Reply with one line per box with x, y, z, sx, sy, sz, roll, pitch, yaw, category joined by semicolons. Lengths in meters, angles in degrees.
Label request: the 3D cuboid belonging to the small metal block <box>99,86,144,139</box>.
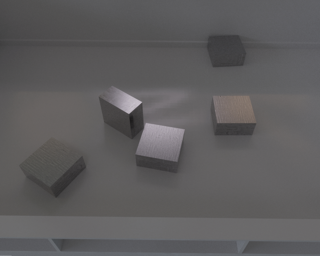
-0.049;-0.020;0.405;0.050;0.050;0.025;30;56;23;small metal block

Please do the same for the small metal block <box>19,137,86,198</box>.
-0.125;0.045;0.366;0.050;0.025;0.050;27;55;21;small metal block

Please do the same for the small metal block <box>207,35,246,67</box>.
0.109;-0.128;0.513;0.050;0.025;0.050;-4;50;-3;small metal block

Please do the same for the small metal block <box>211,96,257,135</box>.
0.098;-0.017;0.420;0.050;0.025;0.050;0;50;0;small metal block

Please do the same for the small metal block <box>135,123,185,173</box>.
0.001;0.024;0.385;0.050;0.025;0.050;10;51;8;small metal block
